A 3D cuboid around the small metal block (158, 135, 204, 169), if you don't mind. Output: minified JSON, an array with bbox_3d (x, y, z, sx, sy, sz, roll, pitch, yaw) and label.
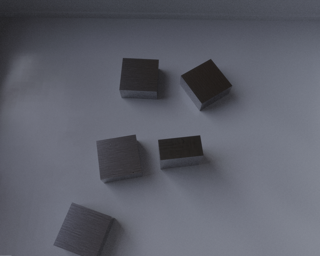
[{"bbox_3d":[0.024,0.031,0.385,0.050,0.050,0.025,-6,70,-2],"label":"small metal block"}]

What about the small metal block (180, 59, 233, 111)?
[{"bbox_3d":[0.063,-0.060,0.432,0.050,0.025,0.050,-31,73,-11],"label":"small metal block"}]

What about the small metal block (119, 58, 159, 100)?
[{"bbox_3d":[-0.028,-0.069,0.434,0.050,0.025,0.050,3,70,1],"label":"small metal block"}]

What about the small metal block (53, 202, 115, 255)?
[{"bbox_3d":[-0.088,0.121,0.365,0.050,0.025,0.050,18,71,6],"label":"small metal block"}]

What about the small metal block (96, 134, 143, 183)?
[{"bbox_3d":[-0.051,0.039,0.395,0.050,0.025,0.050,-9,70,-4],"label":"small metal block"}]
